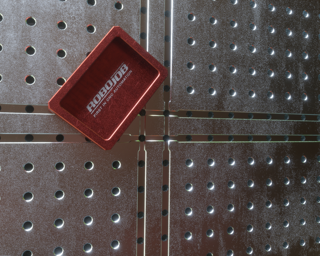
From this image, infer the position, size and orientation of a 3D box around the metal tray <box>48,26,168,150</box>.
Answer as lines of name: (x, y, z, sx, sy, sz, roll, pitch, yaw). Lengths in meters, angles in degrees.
metal tray: (-0.062, -0.049, 0.387, 0.090, 0.030, 0.130, 40, 77, -16)
